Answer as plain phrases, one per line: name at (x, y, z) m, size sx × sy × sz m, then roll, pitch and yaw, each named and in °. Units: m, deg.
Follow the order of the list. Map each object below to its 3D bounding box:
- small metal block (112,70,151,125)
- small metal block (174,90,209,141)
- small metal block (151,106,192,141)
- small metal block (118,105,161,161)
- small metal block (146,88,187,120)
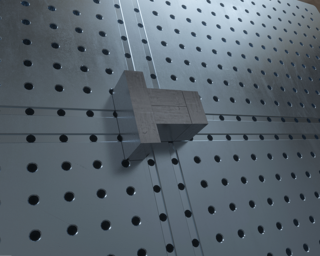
small metal block at (-0.038, -0.038, 0.395) m, size 0.025 × 0.050 × 0.050 m, roll 0°, pitch 62°, yaw -29°
small metal block at (0.035, -0.016, 0.421) m, size 0.025 × 0.050 × 0.050 m, roll 0°, pitch 62°, yaw -29°
small metal block at (0.004, -0.005, 0.398) m, size 0.050 × 0.050 × 0.025 m, roll 0°, pitch 62°, yaw -29°
small metal block at (-0.026, 0.006, 0.375) m, size 0.025 × 0.050 × 0.050 m, roll 0°, pitch 62°, yaw -29°
small metal block at (-0.002, -0.027, 0.408) m, size 0.050 × 0.050 × 0.025 m, roll 0°, pitch 62°, yaw -29°
